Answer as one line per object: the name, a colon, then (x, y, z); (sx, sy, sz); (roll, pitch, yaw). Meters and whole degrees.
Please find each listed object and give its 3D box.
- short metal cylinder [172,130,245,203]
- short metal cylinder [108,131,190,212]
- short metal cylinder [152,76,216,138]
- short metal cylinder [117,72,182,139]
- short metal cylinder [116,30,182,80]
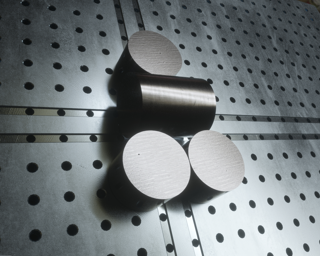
short metal cylinder: (0.059, 0.049, 0.394); (0.081, 0.050, 0.080); (14, 56, -21)
short metal cylinder: (-0.013, 0.050, 0.355); (0.081, 0.050, 0.080); (14, 56, -21)
short metal cylinder: (0.028, -0.027, 0.407); (0.050, 0.080, 0.080); (0, 62, -29)
short metal cylinder: (-0.016, -0.027, 0.383); (0.050, 0.080, 0.080); (0, 62, -29)
short metal cylinder: (-0.016, -0.091, 0.440); (0.081, 0.050, 0.080); (14, 56, -21)
